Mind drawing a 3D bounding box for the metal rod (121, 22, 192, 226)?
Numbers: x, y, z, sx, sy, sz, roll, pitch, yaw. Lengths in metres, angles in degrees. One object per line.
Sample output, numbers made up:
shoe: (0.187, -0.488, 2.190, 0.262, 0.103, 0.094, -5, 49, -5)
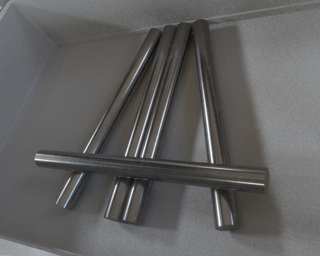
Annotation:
metal rod: (0.003, -0.023, 0.417, 0.025, 0.025, 0.300, 1, 62, 29)

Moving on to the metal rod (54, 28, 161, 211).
metal rod: (-0.066, -0.025, 0.454, 0.025, 0.025, 0.300, 13, 68, 33)

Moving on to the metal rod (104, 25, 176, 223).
metal rod: (-0.018, -0.023, 0.428, 0.025, 0.025, 0.300, 1, 62, 29)

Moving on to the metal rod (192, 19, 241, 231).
metal rod: (0.064, -0.027, 0.387, 0.025, 0.025, 0.299, -15, 56, 20)

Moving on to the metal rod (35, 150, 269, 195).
metal rod: (-0.032, 0.046, 0.360, 0.300, 0.025, 0.025, 1, 63, 29)
